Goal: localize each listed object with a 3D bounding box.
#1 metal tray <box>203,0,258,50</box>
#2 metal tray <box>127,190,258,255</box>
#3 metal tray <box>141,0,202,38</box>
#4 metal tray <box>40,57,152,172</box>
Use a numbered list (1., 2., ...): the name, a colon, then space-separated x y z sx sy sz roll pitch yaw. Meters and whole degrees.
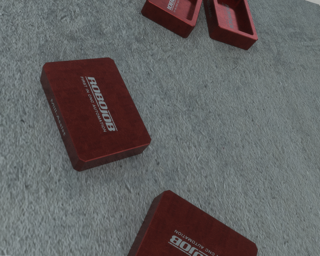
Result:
1. metal tray: 0.135 -0.220 0.606 0.091 0.030 0.130 11 57 -23
2. metal tray: 0.038 0.139 0.336 0.130 0.030 0.090 33 51 -7
3. metal tray: 0.027 -0.229 0.554 0.090 0.030 0.130 26 53 -13
4. metal tray: -0.078 -0.022 0.372 0.091 0.030 0.130 -14 69 -34
